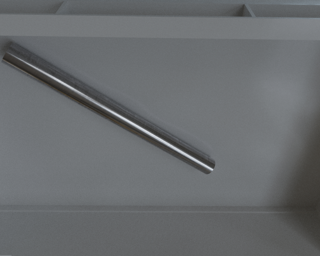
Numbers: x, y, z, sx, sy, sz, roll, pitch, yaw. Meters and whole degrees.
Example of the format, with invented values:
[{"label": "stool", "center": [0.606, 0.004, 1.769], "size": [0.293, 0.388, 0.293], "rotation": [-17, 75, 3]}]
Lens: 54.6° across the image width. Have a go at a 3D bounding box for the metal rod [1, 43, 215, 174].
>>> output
[{"label": "metal rod", "center": [-0.047, -0.013, 0.397], "size": [0.301, 0.025, 0.025], "rotation": [30, 124, -23]}]
